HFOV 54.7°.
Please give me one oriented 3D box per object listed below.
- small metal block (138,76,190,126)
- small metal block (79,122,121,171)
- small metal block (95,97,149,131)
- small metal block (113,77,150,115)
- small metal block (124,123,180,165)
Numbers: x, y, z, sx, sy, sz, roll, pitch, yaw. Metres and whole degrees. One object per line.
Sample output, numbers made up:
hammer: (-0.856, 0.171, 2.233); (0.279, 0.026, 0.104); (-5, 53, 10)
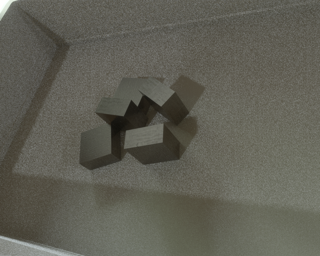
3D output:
small metal block: (0.005, -0.035, 0.409); (0.025, 0.050, 0.050); (-47, 51, -5)
small metal block: (-0.083, 0.026, 0.434); (0.050, 0.025, 0.050); (-19, 54, 17)
small metal block: (-0.052, -0.017, 0.428); (0.050, 0.050, 0.025); (8, 66, 32)
small metal block: (-0.039, -0.046, 0.454); (0.050, 0.025, 0.050); (9, 66, 32)
small metal block: (-0.009, 0.021, 0.381); (0.050, 0.050, 0.025); (-11, 57, 22)
